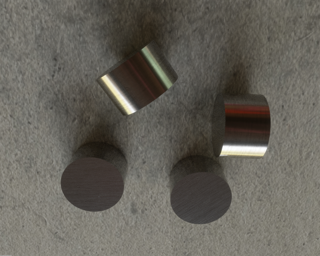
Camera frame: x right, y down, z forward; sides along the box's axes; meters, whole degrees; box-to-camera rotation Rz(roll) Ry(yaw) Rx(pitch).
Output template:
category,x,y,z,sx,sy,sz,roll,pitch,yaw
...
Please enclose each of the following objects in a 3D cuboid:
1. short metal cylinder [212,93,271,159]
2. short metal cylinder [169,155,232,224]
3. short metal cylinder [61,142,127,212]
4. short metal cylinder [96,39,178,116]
category,x,y,z,sx,sy,sz,roll,pitch,yaw
short metal cylinder,0.096,-0.003,0.381,0.050,0.080,0.079,2,110,-1
short metal cylinder,0.054,0.084,0.428,0.081,0.050,0.079,0,110,-1
short metal cylinder,-0.086,0.065,0.419,0.081,0.050,0.079,0,110,-1
short metal cylinder,-0.026,-0.059,0.359,0.080,0.080,0.050,-32,107,11
